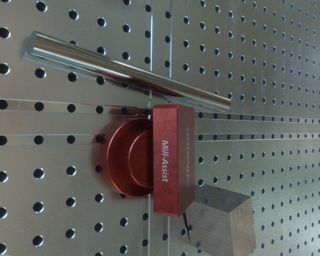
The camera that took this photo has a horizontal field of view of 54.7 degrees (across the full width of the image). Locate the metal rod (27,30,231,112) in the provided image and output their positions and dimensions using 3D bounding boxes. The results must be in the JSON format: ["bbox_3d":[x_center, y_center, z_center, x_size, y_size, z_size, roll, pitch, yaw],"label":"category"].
[{"bbox_3d":[-0.011,-0.060,0.399,0.302,0.025,0.025,11,83,-39],"label":"metal rod"}]

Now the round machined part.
[{"bbox_3d":[-0.022,0.036,0.380,0.099,0.042,0.097,0,90,-40],"label":"round machined part"}]

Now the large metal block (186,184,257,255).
[{"bbox_3d":[0.085,0.134,0.441,0.050,0.080,0.079,-20,108,-38],"label":"large metal block"}]

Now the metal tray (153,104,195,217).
[{"bbox_3d":[0.020,0.037,0.395,0.090,0.030,0.129,-2,92,-72],"label":"metal tray"}]
